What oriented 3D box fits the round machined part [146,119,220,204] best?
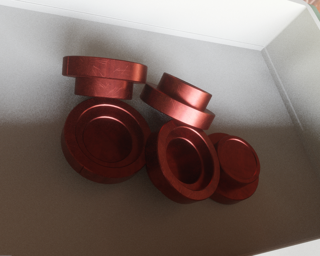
[{"bbox_3d":[0.022,0.041,0.366,0.099,0.042,0.098,21,55,-34],"label":"round machined part"}]

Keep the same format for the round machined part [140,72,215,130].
[{"bbox_3d":[0.027,-0.038,0.397,0.098,0.042,0.098,25,11,-5],"label":"round machined part"}]

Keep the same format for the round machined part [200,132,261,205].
[{"bbox_3d":[0.094,0.049,0.415,0.099,0.042,0.098,14,56,-21],"label":"round machined part"}]

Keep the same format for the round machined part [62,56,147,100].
[{"bbox_3d":[-0.066,-0.057,0.370,0.099,0.098,0.042,2,96,-27],"label":"round machined part"}]

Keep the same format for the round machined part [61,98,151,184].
[{"bbox_3d":[-0.061,0.017,0.349,0.099,0.042,0.098,14,56,-21],"label":"round machined part"}]
